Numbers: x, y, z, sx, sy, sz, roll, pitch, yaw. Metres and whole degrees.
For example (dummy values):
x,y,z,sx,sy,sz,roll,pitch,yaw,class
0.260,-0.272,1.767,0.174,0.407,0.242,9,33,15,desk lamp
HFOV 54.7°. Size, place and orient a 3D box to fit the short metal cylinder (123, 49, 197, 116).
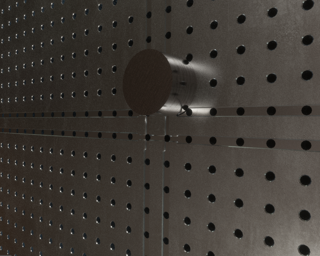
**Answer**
x,y,z,sx,sy,sz,roll,pitch,yaw,class
-0.001,-0.055,0.392,0.080,0.050,0.079,0,90,39,short metal cylinder
